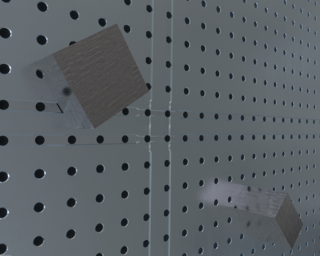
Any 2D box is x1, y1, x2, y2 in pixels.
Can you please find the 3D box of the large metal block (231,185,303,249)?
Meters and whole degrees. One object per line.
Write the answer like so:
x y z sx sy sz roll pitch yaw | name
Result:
0.181 0.149 0.524 0.050 0.080 0.080 -48 119 -29 | large metal block

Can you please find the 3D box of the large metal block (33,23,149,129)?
-0.071 -0.054 0.333 0.080 0.050 0.080 -39 114 -33 | large metal block
